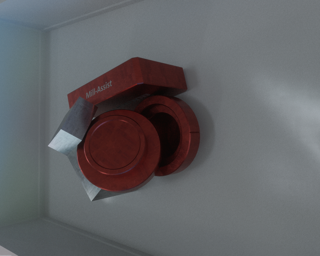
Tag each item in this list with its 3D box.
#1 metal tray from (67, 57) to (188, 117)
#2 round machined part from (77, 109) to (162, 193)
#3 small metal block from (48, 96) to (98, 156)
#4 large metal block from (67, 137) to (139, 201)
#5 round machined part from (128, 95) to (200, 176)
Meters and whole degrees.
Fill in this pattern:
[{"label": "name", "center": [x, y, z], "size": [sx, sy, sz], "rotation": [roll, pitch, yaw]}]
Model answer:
[{"label": "metal tray", "center": [-0.043, -0.045, 0.395], "size": [0.130, 0.091, 0.030], "rotation": [-19, 79, 38]}, {"label": "round machined part", "center": [-0.048, 0.023, 0.356], "size": [0.099, 0.042, 0.098], "rotation": [-1, 72, 4]}, {"label": "small metal block", "center": [-0.103, -0.002, 0.367], "size": [0.050, 0.025, 0.050], "rotation": [-37, 28, 47]}, {"label": "large metal block", "center": [-0.067, 0.045, 0.423], "size": [0.050, 0.081, 0.080], "rotation": [-51, 60, 27]}, {"label": "round machined part", "center": [0.009, 0.009, 0.386], "size": [0.098, 0.042, 0.097], "rotation": [0, 90, 39]}]
